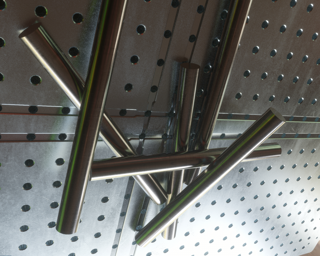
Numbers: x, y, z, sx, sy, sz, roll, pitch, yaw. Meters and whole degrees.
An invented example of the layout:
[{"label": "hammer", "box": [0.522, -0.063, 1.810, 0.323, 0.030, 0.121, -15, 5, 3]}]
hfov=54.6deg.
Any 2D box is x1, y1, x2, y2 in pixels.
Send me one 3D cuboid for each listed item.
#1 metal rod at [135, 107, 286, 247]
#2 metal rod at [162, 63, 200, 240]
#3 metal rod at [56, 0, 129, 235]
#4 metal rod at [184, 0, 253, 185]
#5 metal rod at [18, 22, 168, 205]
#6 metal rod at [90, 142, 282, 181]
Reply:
[{"label": "metal rod", "box": [0.055, 0.084, 0.439, 0.025, 0.025, 0.299, 18, 125, -35]}, {"label": "metal rod", "box": [0.026, 0.052, 0.456, 0.025, 0.025, 0.298, -9, 123, -24]}, {"label": "metal rod", "box": [-0.069, -0.026, 0.324, 0.025, 0.025, 0.298, 7, 105, -32]}, {"label": "metal rod", "box": [0.075, -0.047, 0.421, 0.025, 0.025, 0.298, -3, 120, -27]}, {"label": "metal rod", "box": [-0.060, 0.008, 0.382, 0.025, 0.025, 0.300, -35, 129, -5]}, {"label": "metal rod", "box": [0.052, 0.043, 0.431, 0.302, 0.025, 0.025, -3, 120, -27]}]
